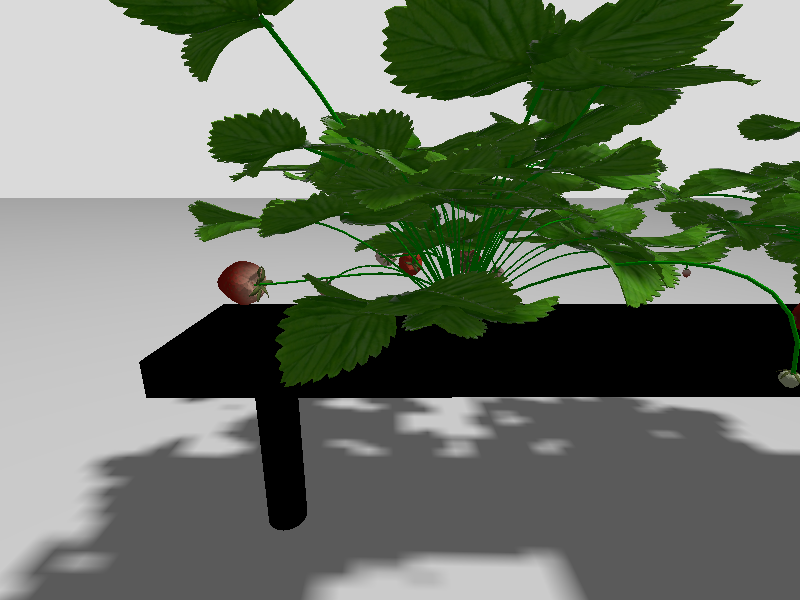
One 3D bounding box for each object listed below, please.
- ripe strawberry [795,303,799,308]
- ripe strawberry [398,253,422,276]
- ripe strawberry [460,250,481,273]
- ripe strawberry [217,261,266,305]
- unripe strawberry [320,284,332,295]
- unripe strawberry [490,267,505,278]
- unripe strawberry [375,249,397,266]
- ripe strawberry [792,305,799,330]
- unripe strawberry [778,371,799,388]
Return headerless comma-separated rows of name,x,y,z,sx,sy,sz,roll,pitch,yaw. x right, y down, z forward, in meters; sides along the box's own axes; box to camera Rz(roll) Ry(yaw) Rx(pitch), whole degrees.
ripe strawberry,0.390,0.008,0.376,0.028,0.024,0.028,1,16,4
ripe strawberry,0.014,-0.054,0.579,0.035,0.037,0.037,-3,12,-10
ripe strawberry,0.101,-0.058,0.588,0.039,0.035,0.036,3,16,11
ripe strawberry,-0.175,-0.019,0.437,0.051,0.049,0.047,5,17,18
unripe strawberry,-0.089,-0.013,0.470,0.017,0.017,0.018,-21,-24,-51
unripe strawberry,0.132,-0.036,0.542,0.020,0.018,0.018,7,-8,22
unripe strawberry,-0.024,-0.073,0.644,0.034,0.036,0.037,-4,16,-14
ripe strawberry,0.358,0.016,0.352,0.029,0.028,0.026,-4,16,-6
unripe strawberry,0.229,0.047,0.235,0.010,0.010,0.009,12,20,36
